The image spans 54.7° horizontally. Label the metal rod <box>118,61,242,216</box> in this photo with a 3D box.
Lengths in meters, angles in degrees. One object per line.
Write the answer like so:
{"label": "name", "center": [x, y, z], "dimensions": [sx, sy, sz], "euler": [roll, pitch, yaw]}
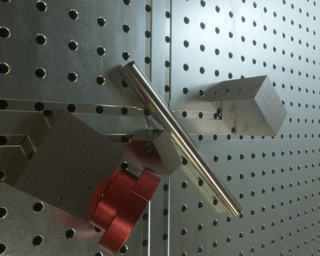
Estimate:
{"label": "metal rod", "center": [0.042, 0.031, 0.444], "dimensions": [0.300, 0.025, 0.025], "euler": [52, 60, -27]}

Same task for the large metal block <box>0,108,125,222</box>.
{"label": "large metal block", "center": [-0.096, 0.037, 0.313], "dimensions": [0.080, 0.050, 0.080], "euler": [40, 66, -33]}

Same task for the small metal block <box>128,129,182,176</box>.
{"label": "small metal block", "center": [-0.006, 0.030, 0.388], "dimensions": [0.025, 0.050, 0.050], "euler": [-39, 114, -33]}

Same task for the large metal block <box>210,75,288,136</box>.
{"label": "large metal block", "center": [0.141, -0.033, 0.491], "dimensions": [0.080, 0.080, 0.050], "euler": [50, 60, -28]}

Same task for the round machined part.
{"label": "round machined part", "center": [-0.041, 0.084, 0.340], "dimensions": [0.042, 0.098, 0.098], "euler": [32, 66, 2]}
